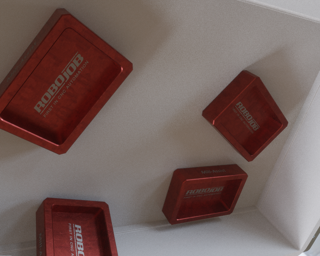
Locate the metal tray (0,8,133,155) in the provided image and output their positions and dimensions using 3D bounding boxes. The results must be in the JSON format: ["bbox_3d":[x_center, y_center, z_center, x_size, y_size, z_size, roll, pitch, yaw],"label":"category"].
[{"bbox_3d":[-0.103,-0.043,0.323,0.090,0.030,0.130,34,99,-39],"label":"metal tray"}]

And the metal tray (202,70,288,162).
[{"bbox_3d":[0.133,-0.014,0.472,0.090,0.030,0.130,-46,130,4],"label":"metal tray"}]

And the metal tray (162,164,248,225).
[{"bbox_3d":[0.076,0.109,0.516,0.131,0.030,0.089,0,119,-29],"label":"metal tray"}]

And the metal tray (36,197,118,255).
[{"bbox_3d":[-0.100,0.151,0.379,0.091,0.130,0.030,14,128,-34],"label":"metal tray"}]
